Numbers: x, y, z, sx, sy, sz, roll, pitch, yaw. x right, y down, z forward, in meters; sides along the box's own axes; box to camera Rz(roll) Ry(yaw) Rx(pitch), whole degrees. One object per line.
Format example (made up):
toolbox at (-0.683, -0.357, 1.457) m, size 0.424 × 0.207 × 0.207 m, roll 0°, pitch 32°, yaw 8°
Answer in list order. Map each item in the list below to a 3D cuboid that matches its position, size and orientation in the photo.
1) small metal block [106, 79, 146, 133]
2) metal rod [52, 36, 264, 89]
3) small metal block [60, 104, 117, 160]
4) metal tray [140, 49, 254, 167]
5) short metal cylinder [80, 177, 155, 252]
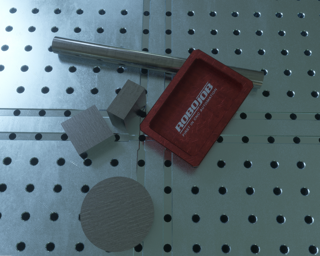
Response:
small metal block at (-0.042, -0.028, 0.408) m, size 0.025 × 0.050 × 0.050 m, roll 29°, pitch 73°, yaw 10°
metal rod at (-0.005, -0.095, 0.446) m, size 0.302 × 0.025 × 0.025 m, roll 10°, pitch 70°, yaw 3°
small metal block at (-0.094, 0.005, 0.409) m, size 0.050 × 0.025 × 0.050 m, roll -31°, pitch 73°, yaw -11°
metal tray at (0.047, -0.025, 0.403) m, size 0.090 × 0.030 × 0.130 m, roll 35°, pitch 86°, yaw 11°
short metal cylinder at (-0.047, 0.101, 0.361) m, size 0.081 × 0.050 × 0.080 m, roll 0°, pitch 70°, yaw 0°
